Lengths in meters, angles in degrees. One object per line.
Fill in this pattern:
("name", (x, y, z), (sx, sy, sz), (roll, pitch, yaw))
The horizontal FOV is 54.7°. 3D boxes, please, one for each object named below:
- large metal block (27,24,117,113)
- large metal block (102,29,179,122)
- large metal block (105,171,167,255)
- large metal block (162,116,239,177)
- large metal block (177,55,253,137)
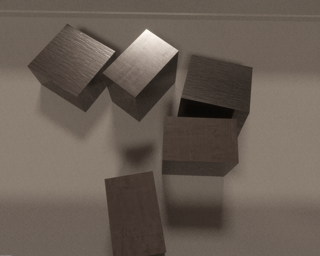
("large metal block", (-0.115, -0.082, 0.425), (0.080, 0.050, 0.080), (32, 73, 10))
("large metal block", (-0.022, -0.065, 0.404), (0.050, 0.080, 0.080), (37, 74, 12))
("large metal block", (-0.026, 0.099, 0.344), (0.050, 0.080, 0.080), (-9, 71, -4))
("large metal block", (0.044, 0.025, 0.372), (0.081, 0.080, 0.050), (2, 71, 0))
("large metal block", (0.071, -0.042, 0.401), (0.080, 0.050, 0.080), (13, 53, 4))
